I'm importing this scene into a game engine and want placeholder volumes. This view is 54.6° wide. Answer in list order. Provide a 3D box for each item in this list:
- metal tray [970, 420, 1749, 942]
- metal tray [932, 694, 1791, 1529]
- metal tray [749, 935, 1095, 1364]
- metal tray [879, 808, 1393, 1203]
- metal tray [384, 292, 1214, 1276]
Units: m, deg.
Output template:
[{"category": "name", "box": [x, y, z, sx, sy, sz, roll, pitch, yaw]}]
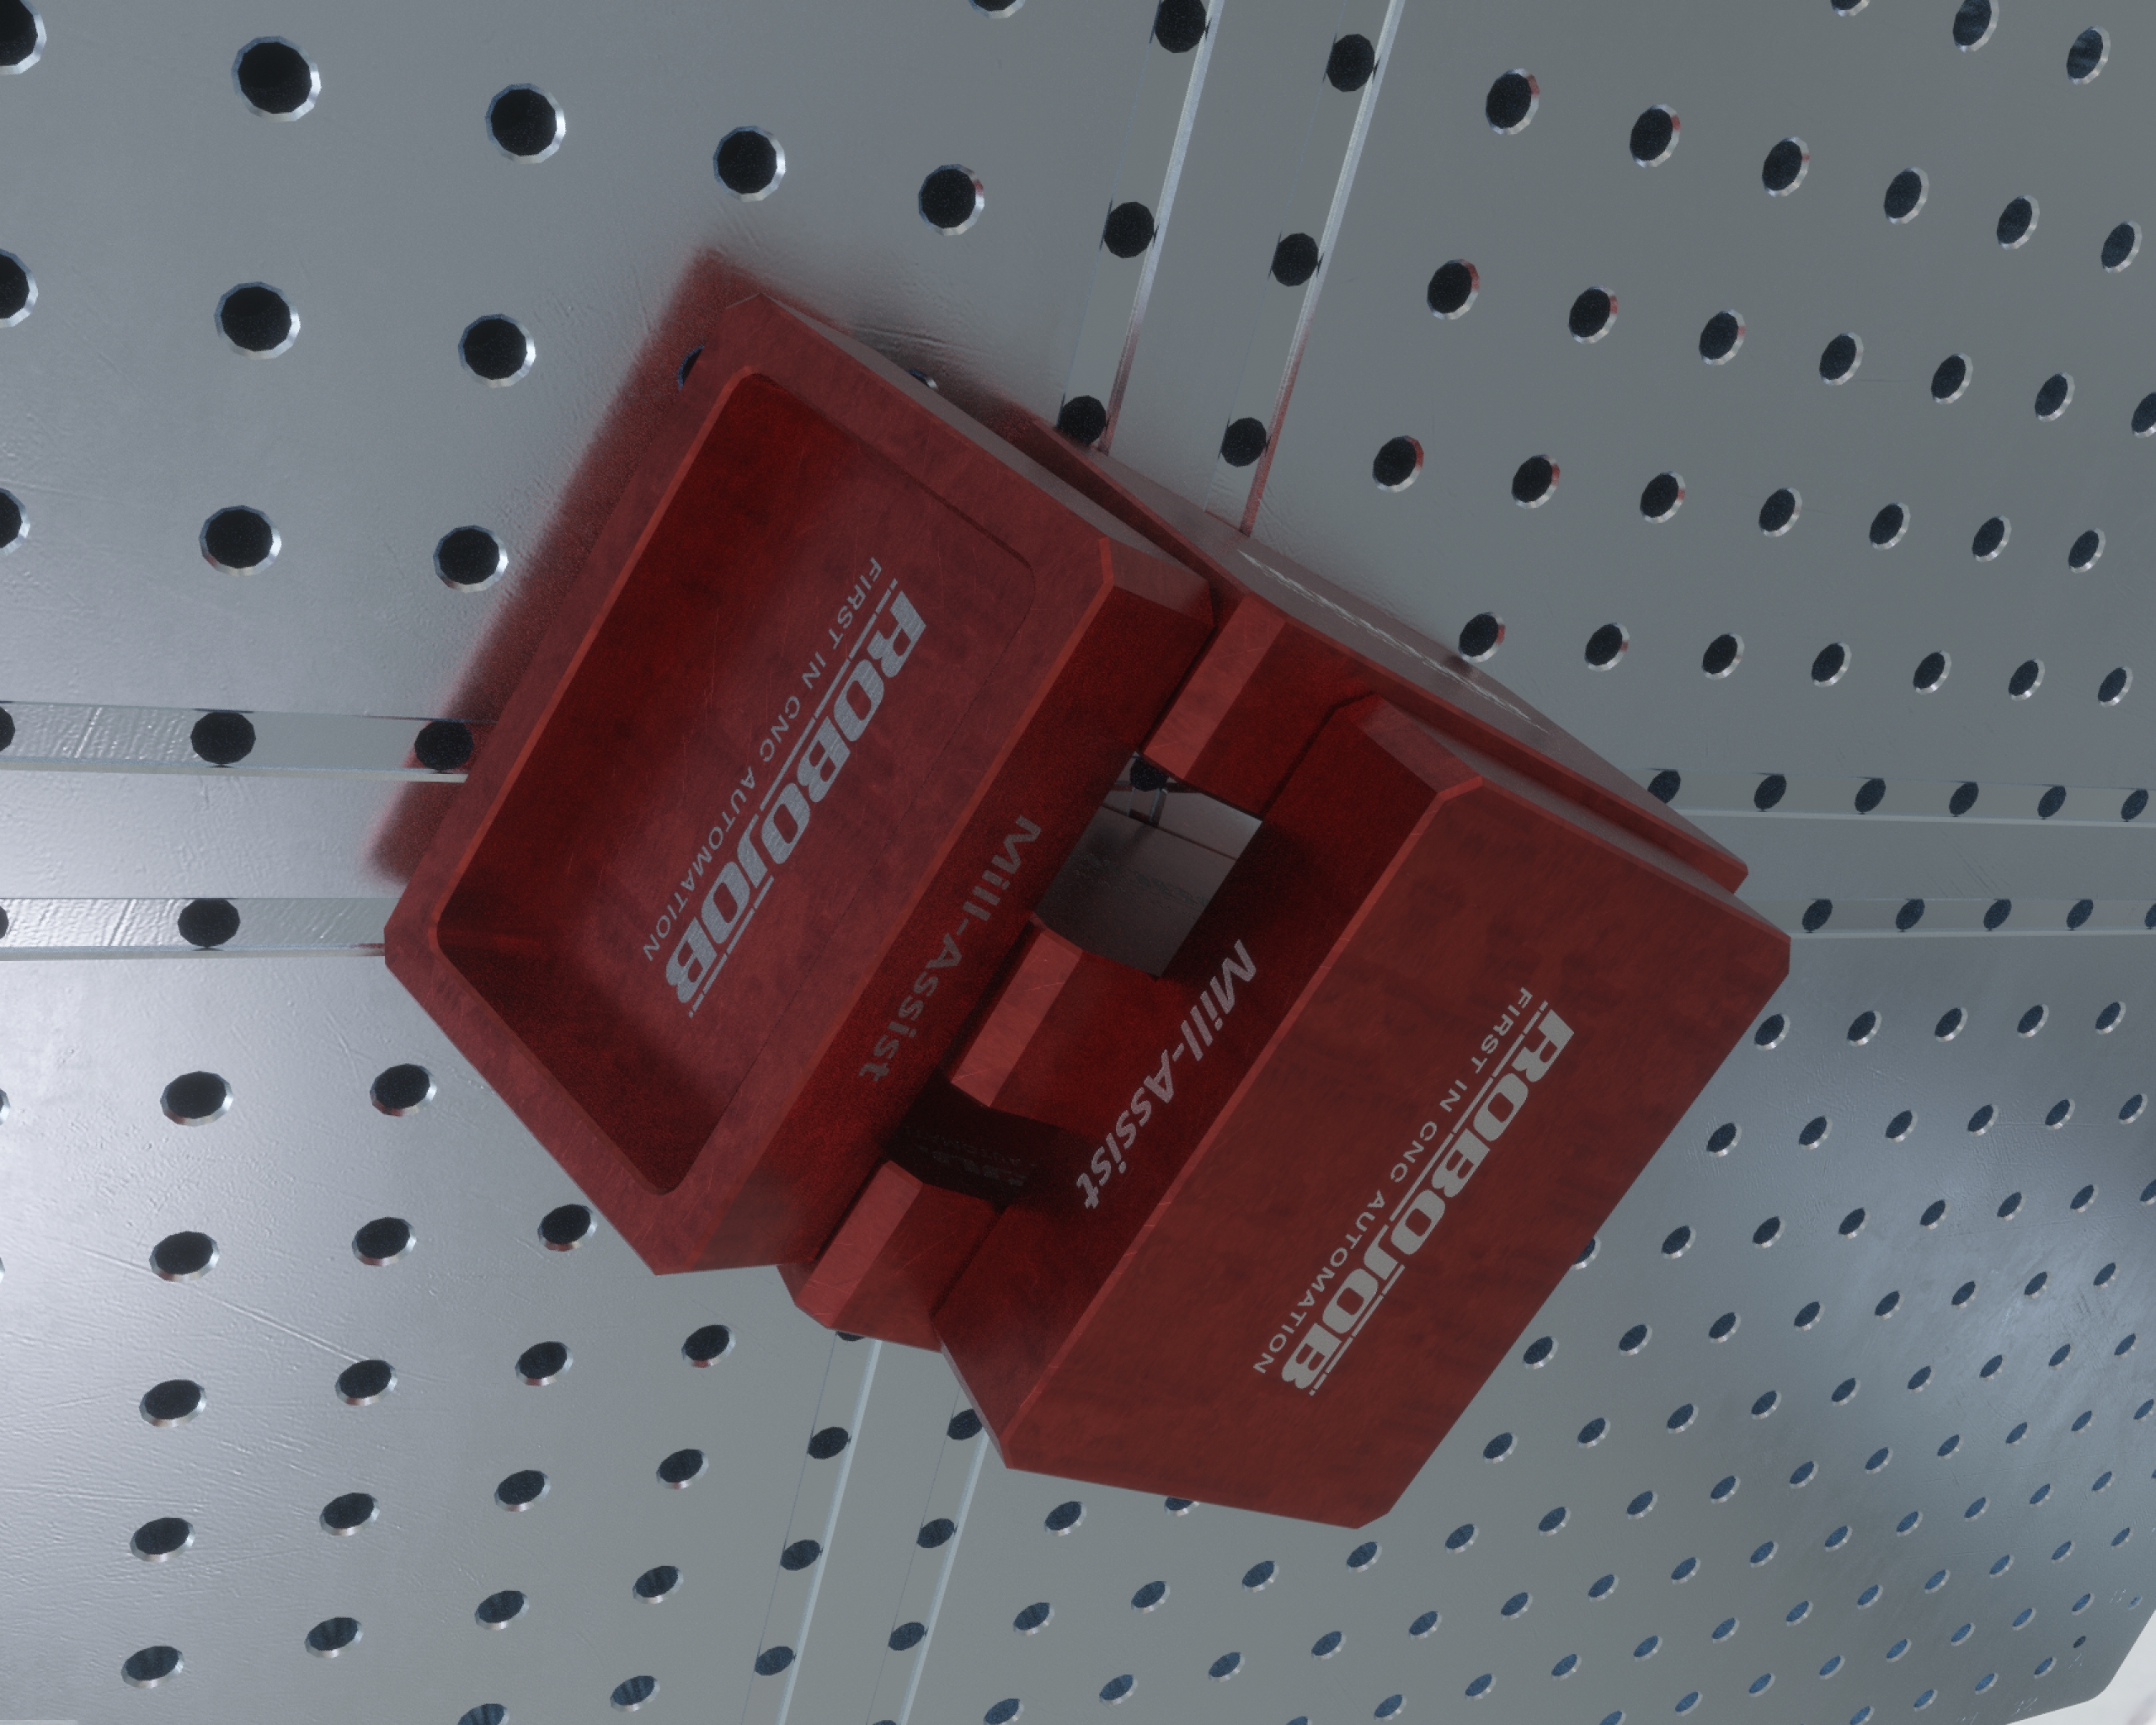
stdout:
[{"category": "metal tray", "box": [0.050, -0.027, 0.378, 0.131, 0.090, 0.030, 22, 107, -36]}, {"category": "metal tray", "box": [0.047, 0.046, 0.344, 0.090, 0.030, 0.129, 23, 106, -36]}, {"category": "metal tray", "box": [-0.007, 0.060, 0.401, 0.131, 0.090, 0.030, 23, 106, -37]}, {"category": "metal tray", "box": [0.018, 0.022, 0.391, 0.131, 0.090, 0.030, 21, 106, -37]}, {"category": "metal tray", "box": [-0.049, -0.012, 0.331, 0.030, 0.090, 0.129, 12, 114, -57]}]
